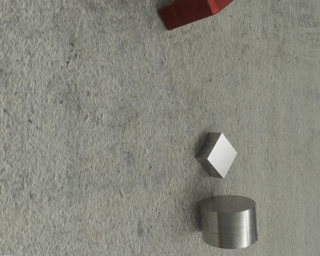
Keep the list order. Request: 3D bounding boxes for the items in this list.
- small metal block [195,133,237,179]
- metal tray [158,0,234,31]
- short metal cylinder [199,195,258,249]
[{"bbox_3d":[0.087,0.042,0.478,0.050,0.025,0.050,49,61,-29],"label":"small metal block"},{"bbox_3d":[0.070,-0.183,0.420,0.131,0.090,0.030,-45,117,-31],"label":"metal tray"},{"bbox_3d":[0.100,0.134,0.453,0.081,0.080,0.050,-8,95,-40],"label":"short metal cylinder"}]
